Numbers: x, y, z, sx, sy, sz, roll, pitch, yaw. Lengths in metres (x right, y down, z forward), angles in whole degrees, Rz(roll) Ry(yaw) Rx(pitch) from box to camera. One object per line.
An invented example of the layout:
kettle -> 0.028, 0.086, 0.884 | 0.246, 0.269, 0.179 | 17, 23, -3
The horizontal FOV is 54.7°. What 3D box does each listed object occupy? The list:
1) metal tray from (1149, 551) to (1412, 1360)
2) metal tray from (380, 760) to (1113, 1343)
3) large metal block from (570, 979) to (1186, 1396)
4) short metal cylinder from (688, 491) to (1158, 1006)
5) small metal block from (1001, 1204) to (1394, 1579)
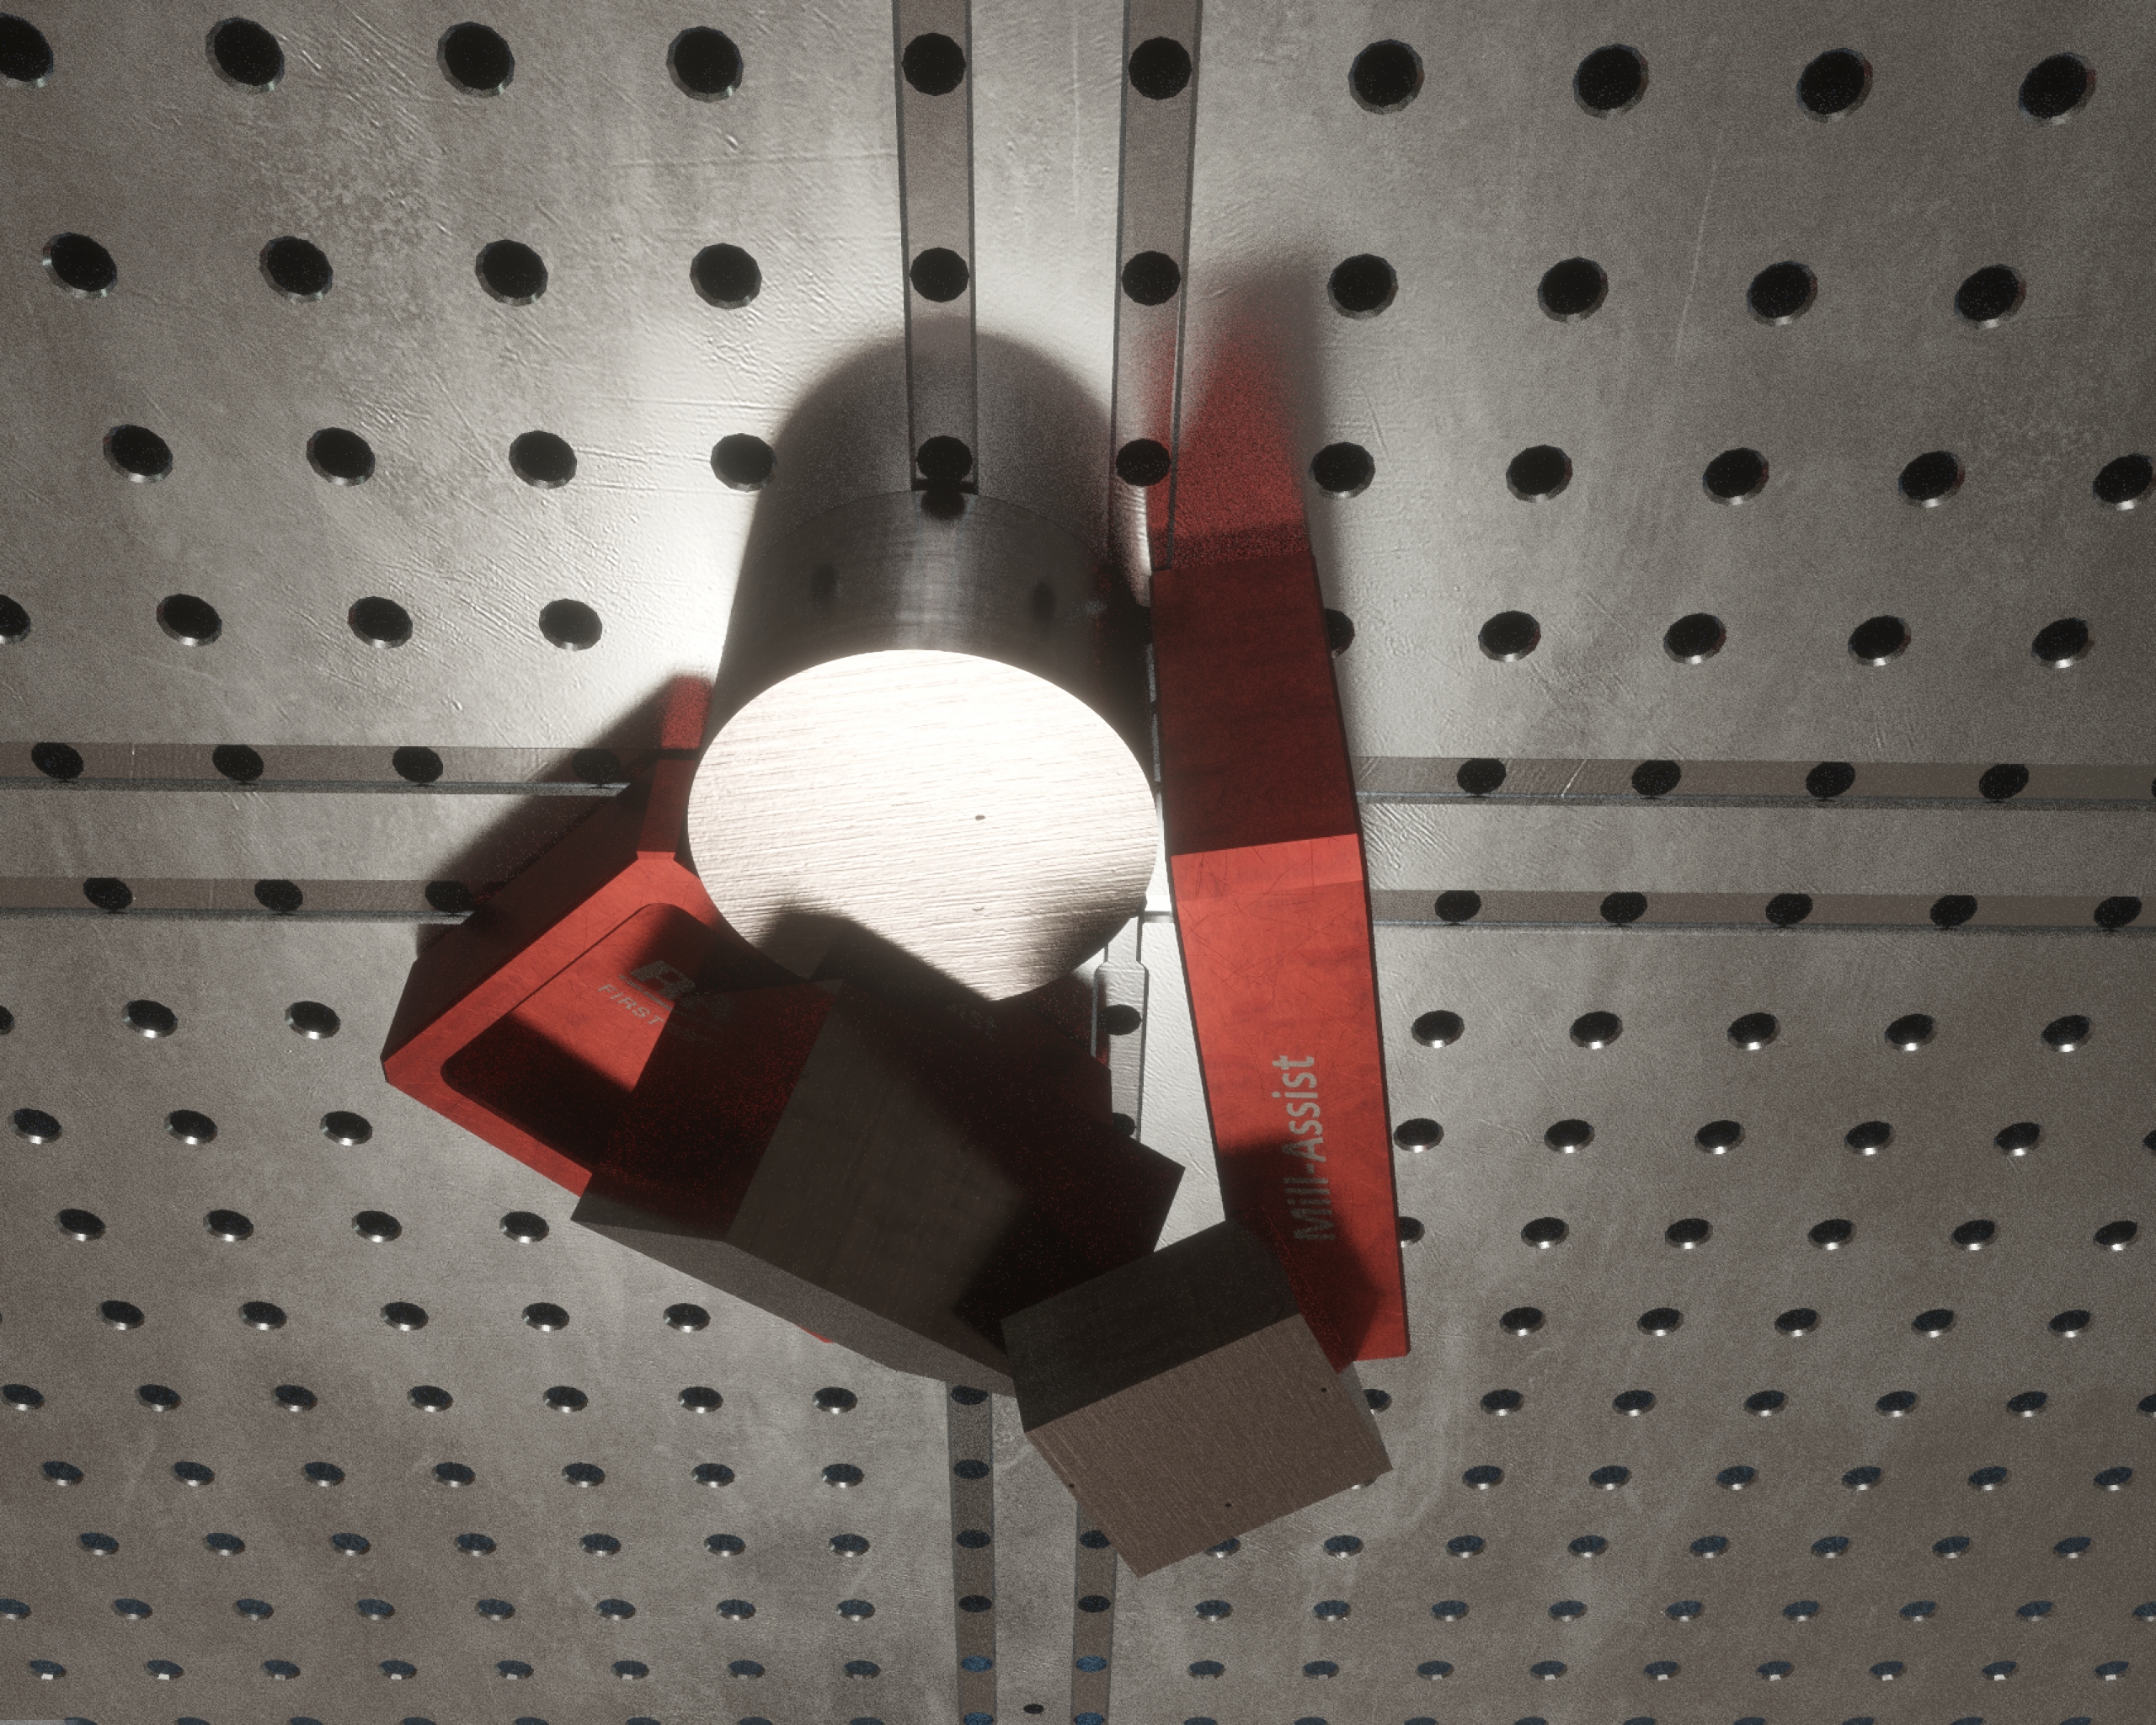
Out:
metal tray -> 0.038, 0.020, 0.387 | 0.030, 0.090, 0.129 | -7, 130, 6
metal tray -> -0.067, 0.045, 0.445 | 0.090, 0.030, 0.130 | -36, 122, 26
large metal block -> -0.040, 0.065, 0.409 | 0.080, 0.050, 0.080 | 32, 159, -25
short metal cylinder -> -0.027, -0.020, 0.378 | 0.081, 0.050, 0.079 | 0, 130, 0
small metal block -> 0.021, 0.094, 0.368 | 0.050, 0.025, 0.050 | -25, 127, 6
